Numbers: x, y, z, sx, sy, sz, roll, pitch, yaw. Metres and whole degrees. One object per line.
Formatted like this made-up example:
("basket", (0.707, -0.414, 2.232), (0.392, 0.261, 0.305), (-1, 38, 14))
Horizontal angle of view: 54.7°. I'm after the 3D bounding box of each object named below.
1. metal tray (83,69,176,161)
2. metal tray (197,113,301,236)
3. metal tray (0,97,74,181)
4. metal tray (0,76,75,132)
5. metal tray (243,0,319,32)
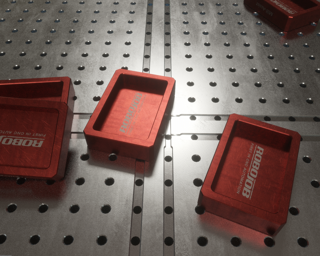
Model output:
("metal tray", (-0.036, -0.023, 0.423), (0.090, 0.030, 0.130), (11, 51, 9))
("metal tray", (0.108, 0.047, 0.365), (0.090, 0.030, 0.130), (18, 52, 14))
("metal tray", (-0.176, 0.011, 0.364), (0.131, 0.030, 0.090), (5, 75, -2))
("metal tray", (-0.189, -0.027, 0.424), (0.131, 0.030, 0.090), (-4, 50, -4))
("metal tray", (0.242, -0.247, 0.614), (0.091, 0.030, 0.130), (-22, 54, -18))
